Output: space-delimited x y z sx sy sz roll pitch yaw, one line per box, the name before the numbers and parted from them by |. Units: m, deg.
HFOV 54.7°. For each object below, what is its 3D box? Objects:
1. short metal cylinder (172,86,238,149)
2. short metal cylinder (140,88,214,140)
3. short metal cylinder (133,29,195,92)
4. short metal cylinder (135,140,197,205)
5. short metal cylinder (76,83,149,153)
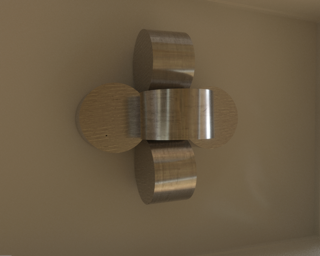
short metal cylinder | 0.056 -0.013 0.415 0.081 0.050 0.080 0 90 -20
short metal cylinder | 0.019 -0.014 0.339 0.081 0.080 0.050 -1 90 -20
short metal cylinder | 0.002 -0.078 0.380 0.050 0.080 0.080 -2 91 -21
short metal cylinder | 0.004 0.051 0.381 0.050 0.080 0.080 -2 91 -21
short metal cylinder | -0.058 -0.012 0.374 0.081 0.050 0.080 0 90 -20
